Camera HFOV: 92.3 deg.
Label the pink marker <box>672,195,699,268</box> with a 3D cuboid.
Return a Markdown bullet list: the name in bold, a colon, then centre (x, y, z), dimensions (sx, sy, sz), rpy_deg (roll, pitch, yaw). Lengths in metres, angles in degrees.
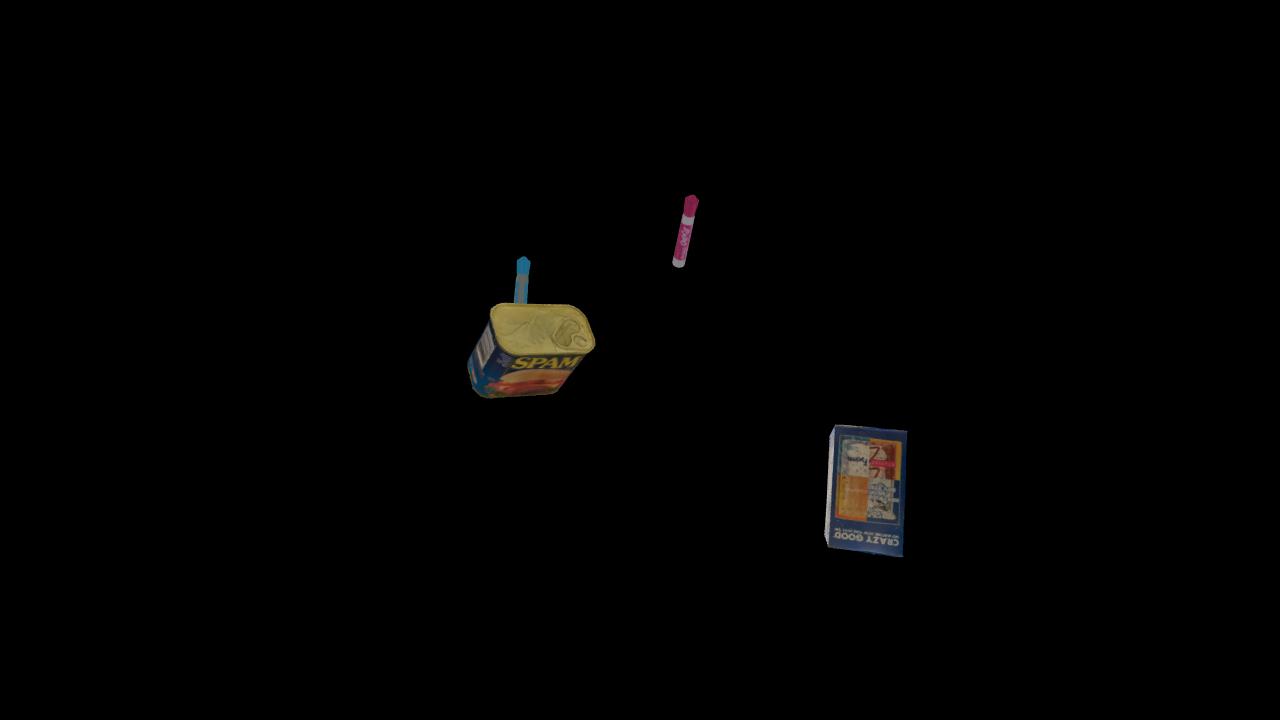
- **pink marker**: centre (0.063, -0.178, 0.852), dimensions (0.020, 0.020, 0.121), rpy_deg (0, -37, -7)

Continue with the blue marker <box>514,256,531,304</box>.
- **blue marker**: centre (-0.160, -0.084, 0.823), dimensions (0.020, 0.121, 0.020), rpy_deg (1, -20, 0)

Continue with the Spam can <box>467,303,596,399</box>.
- **Spam can**: centre (-0.108, -0.007, 0.598), dimensions (0.101, 0.058, 0.085), rpy_deg (-1, -32, -36)

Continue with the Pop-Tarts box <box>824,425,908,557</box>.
- **Pop-Tarts box**: centre (0.276, 0.159, 0.764), dimensions (0.083, 0.141, 0.167), rpy_deg (4, -10, 16)
